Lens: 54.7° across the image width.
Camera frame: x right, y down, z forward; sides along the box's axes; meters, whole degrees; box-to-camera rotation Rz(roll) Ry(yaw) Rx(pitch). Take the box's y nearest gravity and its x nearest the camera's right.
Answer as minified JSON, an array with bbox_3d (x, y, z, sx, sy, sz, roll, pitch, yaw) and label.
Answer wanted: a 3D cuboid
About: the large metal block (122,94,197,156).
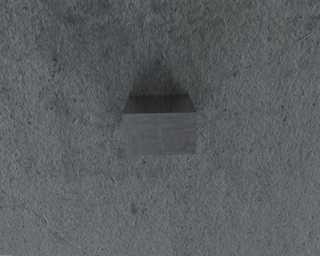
[{"bbox_3d":[0.000,-0.006,0.380,0.081,0.080,0.050,-1,110,0],"label":"large metal block"}]
